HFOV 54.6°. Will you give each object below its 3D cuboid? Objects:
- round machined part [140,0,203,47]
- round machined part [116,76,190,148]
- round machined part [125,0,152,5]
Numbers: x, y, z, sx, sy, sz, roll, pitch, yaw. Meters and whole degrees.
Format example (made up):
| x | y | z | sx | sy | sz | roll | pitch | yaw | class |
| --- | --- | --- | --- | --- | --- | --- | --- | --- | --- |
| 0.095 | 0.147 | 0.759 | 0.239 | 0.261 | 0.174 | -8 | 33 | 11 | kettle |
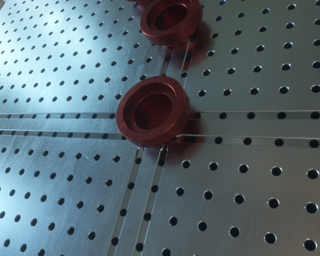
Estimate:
| x | y | z | sx | sy | sz | roll | pitch | yaw | class |
| --- | --- | --- | --- | --- | --- | --- | --- | --- | --- |
| 0.021 | -0.167 | 0.490 | 0.098 | 0.042 | 0.098 | -13 | 56 | 21 | round machined part |
| -0.005 | -0.018 | 0.412 | 0.098 | 0.042 | 0.098 | -13 | 56 | 21 | round machined part |
| -0.030 | -0.271 | 0.581 | 0.098 | 0.042 | 0.098 | -13 | 56 | 21 | round machined part |
